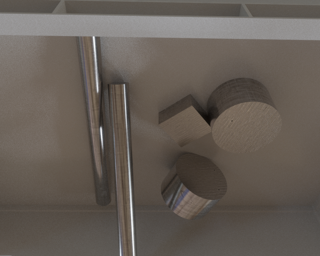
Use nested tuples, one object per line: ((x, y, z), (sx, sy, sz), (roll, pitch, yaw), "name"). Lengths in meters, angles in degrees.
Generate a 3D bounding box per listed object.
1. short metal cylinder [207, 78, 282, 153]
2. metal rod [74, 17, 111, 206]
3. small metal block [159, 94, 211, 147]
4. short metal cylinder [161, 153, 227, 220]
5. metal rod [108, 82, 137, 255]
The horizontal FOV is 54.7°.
((0.101, -0.015, 0.382), (0.081, 0.050, 0.079), (-1, 130, 0), "short metal cylinder")
((-0.084, 0.004, 0.411), (0.025, 0.025, 0.298), (2, 130, -3), "metal rod")
((0.033, -0.009, 0.402), (0.050, 0.025, 0.050), (-30, 125, 22), "small metal block")
((0.048, 0.083, 0.445), (0.081, 0.080, 0.050), (18, 128, -16), "short metal cylinder")
((-0.046, 0.091, 0.404), (0.025, 0.025, 0.298), (-1, 105, 0), "metal rod")
